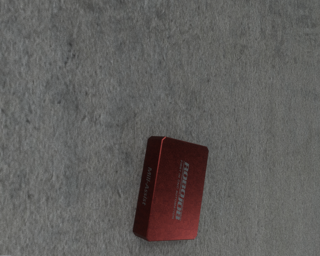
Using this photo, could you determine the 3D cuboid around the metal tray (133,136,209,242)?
[{"bbox_3d":[0.018,0.082,0.419,0.091,0.030,0.129,15,80,-39],"label":"metal tray"}]
